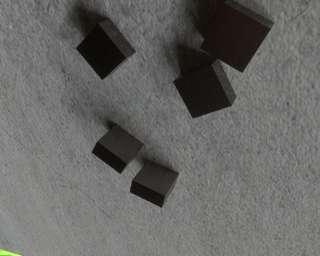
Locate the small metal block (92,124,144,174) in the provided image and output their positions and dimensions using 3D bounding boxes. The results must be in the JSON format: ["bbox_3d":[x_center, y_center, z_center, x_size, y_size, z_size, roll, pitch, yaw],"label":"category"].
[{"bbox_3d":[-0.058,0.029,0.438,0.050,0.050,0.025,36,129,3],"label":"small metal block"}]

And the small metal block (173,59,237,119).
[{"bbox_3d":[0.051,-0.044,0.352,0.050,0.025,0.050,-19,109,35],"label":"small metal block"}]

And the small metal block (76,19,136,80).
[{"bbox_3d":[-0.066,-0.096,0.381,0.050,0.025,0.050,-32,101,38],"label":"small metal block"}]

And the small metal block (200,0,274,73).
[{"bbox_3d":[0.076,-0.092,0.309,0.050,0.025,0.050,32,128,6],"label":"small metal block"}]

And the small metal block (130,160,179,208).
[{"bbox_3d":[-0.007,0.078,0.441,0.050,0.050,0.025,23,127,13],"label":"small metal block"}]
